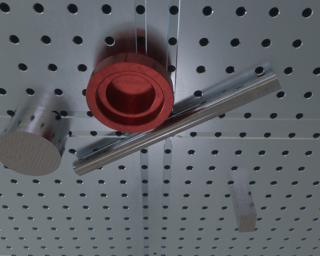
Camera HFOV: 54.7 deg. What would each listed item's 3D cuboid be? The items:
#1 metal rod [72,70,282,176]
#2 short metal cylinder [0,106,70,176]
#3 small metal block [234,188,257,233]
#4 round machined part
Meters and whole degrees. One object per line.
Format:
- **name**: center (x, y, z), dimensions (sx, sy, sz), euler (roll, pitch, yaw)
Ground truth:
- **metal rod**: center (0.008, 0.001, 0.412), dimensions (0.300, 0.025, 0.025), euler (-24, 126, 19)
- **short metal cylinder**: center (-0.166, 0.018, 0.409), dimensions (0.081, 0.050, 0.079), euler (0, 130, 0)
- **small metal block**: center (0.140, 0.137, 0.513), dimensions (0.025, 0.050, 0.050), euler (-5, 130, 4)
- **round machined part**: center (-0.033, -0.044, 0.363), dimensions (0.099, 0.042, 0.097), euler (0, 130, 0)
